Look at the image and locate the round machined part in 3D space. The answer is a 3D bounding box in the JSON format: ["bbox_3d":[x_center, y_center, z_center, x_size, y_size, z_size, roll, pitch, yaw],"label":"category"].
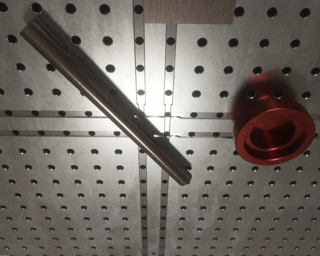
[{"bbox_3d":[0.144,0.001,0.403,0.099,0.042,0.097,-1,130,0],"label":"round machined part"}]

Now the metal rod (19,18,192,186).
[{"bbox_3d":[-0.049,-0.013,0.399,0.025,0.025,0.300,-29,125,22],"label":"metal rod"}]

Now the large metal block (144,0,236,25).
[{"bbox_3d":[0.026,-0.141,0.275,0.081,0.050,0.079,0,130,-1],"label":"large metal block"}]
